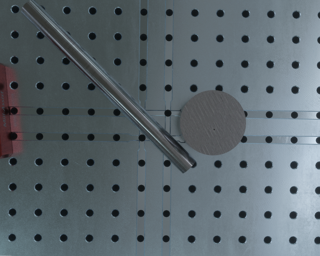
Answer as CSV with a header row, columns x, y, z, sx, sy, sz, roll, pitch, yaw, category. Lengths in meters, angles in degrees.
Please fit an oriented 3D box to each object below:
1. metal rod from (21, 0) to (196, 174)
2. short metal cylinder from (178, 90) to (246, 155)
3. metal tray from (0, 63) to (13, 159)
x,y,z,sx,sy,sz,roll,pitch,yaw,category
-0.067,-0.054,0.412,0.300,0.025,0.025,45,90,-1,metal rod
0.065,-0.007,0.402,0.081,0.050,0.079,0,90,-1,short metal cylinder
-0.252,-0.021,0.408,0.091,0.030,0.129,-5,90,-1,metal tray
